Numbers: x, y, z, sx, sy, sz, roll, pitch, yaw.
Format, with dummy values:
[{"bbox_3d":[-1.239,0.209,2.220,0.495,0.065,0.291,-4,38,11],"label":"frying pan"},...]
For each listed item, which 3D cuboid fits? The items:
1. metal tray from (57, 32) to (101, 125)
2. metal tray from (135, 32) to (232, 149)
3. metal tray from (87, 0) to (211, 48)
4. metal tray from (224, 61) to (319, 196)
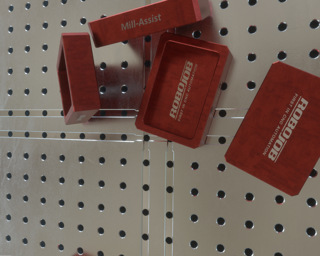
[{"bbox_3d":[-0.109,-0.057,0.402,0.030,0.130,0.090,-8,86,-22],"label":"metal tray"},{"bbox_3d":[0.029,-0.048,0.399,0.090,0.030,0.129,19,96,19],"label":"metal tray"},{"bbox_3d":[-0.009,-0.134,0.379,0.130,0.090,0.030,-8,111,20],"label":"metal tray"},{"bbox_3d":[0.145,0.000,0.359,0.090,0.030,0.129,28,99,17],"label":"metal tray"}]
